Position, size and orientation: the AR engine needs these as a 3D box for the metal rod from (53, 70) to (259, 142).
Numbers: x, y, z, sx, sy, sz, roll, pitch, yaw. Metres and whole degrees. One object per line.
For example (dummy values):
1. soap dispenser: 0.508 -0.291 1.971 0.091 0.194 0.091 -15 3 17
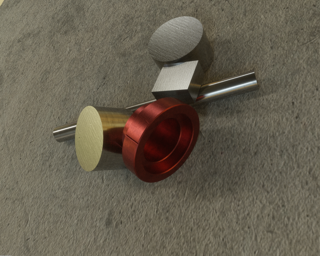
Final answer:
1. metal rod: -0.019 -0.024 0.428 0.301 0.025 0.025 -14 56 20

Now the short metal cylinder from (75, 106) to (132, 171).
1. short metal cylinder: -0.068 0.013 0.391 0.080 0.050 0.080 -3 86 52

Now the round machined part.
1. round machined part: -0.004 0.010 0.353 0.042 0.098 0.098 33 80 38

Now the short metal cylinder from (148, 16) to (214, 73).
1. short metal cylinder: 0.030 -0.110 0.440 0.080 0.050 0.080 -13 56 21

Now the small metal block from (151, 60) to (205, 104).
1. small metal block: 0.024 -0.057 0.395 0.050 0.025 0.050 0 52 31
